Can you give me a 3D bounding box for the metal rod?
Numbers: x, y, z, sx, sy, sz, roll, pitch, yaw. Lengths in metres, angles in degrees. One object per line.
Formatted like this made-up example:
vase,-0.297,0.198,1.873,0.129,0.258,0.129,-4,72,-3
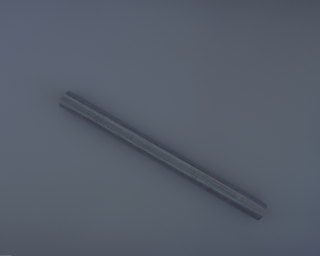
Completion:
metal rod,0.005,0.037,0.411,0.301,0.025,0.025,30,90,-1
